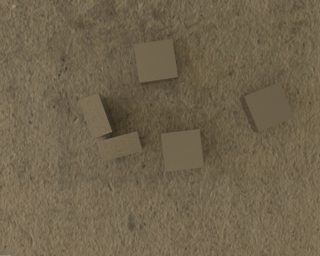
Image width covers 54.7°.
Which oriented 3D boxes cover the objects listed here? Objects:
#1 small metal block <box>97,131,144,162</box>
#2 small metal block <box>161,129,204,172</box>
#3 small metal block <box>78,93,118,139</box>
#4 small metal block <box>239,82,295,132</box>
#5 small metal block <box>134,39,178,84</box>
[{"bbox_3d":[-0.049,0.022,0.397,0.050,0.050,0.025,-15,90,0],"label":"small metal block"},{"bbox_3d":[0.029,0.029,0.410,0.050,0.025,0.050,-7,90,-1],"label":"small metal block"},{"bbox_3d":[-0.078,-0.015,0.396,0.025,0.050,0.050,-20,90,0],"label":"small metal block"},{"bbox_3d":[0.141,-0.027,0.412,0.050,0.025,0.050,-22,90,-1],"label":"small metal block"},{"bbox_3d":[-0.005,-0.086,0.410,0.050,0.025,0.050,-8,90,-1],"label":"small metal block"}]
